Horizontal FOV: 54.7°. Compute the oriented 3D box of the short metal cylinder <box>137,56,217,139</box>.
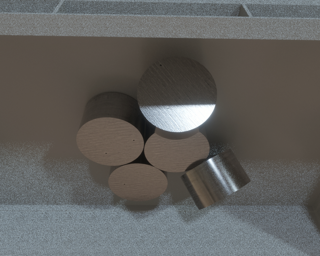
[{"bbox_3d":[0.018,-0.030,0.336,0.081,0.080,0.050,-2,169,1],"label":"short metal cylinder"}]

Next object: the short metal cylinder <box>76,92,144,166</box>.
[{"bbox_3d":[-0.060,0.002,0.391,0.081,0.050,0.079,0,130,0],"label":"short metal cylinder"}]

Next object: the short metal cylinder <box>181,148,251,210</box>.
[{"bbox_3d":[0.075,0.070,0.424,0.080,0.050,0.080,-28,168,-7],"label":"short metal cylinder"}]

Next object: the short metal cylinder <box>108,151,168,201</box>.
[{"bbox_3d":[-0.030,0.059,0.440,0.081,0.050,0.079,0,130,0],"label":"short metal cylinder"}]

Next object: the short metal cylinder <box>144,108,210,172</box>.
[{"bbox_3d":[0.021,0.012,0.401,0.081,0.050,0.079,0,130,0],"label":"short metal cylinder"}]
